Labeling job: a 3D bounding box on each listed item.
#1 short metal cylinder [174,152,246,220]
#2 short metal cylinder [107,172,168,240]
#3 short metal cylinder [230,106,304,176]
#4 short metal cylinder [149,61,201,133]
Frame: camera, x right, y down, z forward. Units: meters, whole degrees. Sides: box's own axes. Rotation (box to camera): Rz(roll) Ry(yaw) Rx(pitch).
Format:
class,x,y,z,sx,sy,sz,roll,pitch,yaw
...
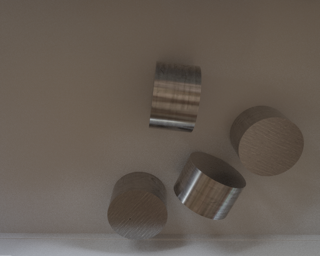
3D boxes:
class,x,y,z,sx,sy,sz,roll,pitch,yaw
short metal cylinder,0.065,0.075,0.411,0.080,0.080,0.050,22,108,-9
short metal cylinder,-0.030,0.109,0.438,0.081,0.050,0.079,0,110,-1
short metal cylinder,0.137,0.016,0.406,0.081,0.050,0.079,0,110,-1
short metal cylinder,0.016,-0.037,0.369,0.050,0.080,0.079,6,110,-3
